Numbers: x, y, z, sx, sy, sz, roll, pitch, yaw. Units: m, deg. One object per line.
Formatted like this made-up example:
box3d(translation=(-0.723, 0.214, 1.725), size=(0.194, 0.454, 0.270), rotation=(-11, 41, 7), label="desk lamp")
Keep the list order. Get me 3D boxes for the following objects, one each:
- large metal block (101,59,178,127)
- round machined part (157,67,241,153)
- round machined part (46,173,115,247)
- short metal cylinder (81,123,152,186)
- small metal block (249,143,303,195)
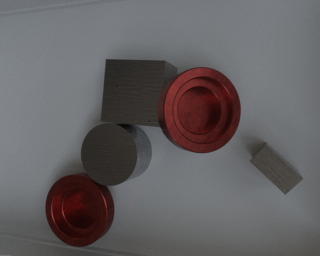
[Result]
box3d(translation=(-0.026, -0.044, 0.406), size=(0.080, 0.050, 0.079), rotation=(6, 92, 19), label="large metal block")
box3d(translation=(0.043, -0.021, 0.369), size=(0.099, 0.042, 0.097), rotation=(-1, 92, -20), label="round machined part")
box3d(translation=(-0.108, 0.112, 0.438), size=(0.098, 0.042, 0.097), rotation=(0, 90, 19), label="round machined part")
box3d(translation=(-0.057, 0.034, 0.416), size=(0.080, 0.050, 0.079), rotation=(0, 90, 19), label="short metal cylinder")
box3d(translation=(0.131, 0.044, 0.351), size=(0.050, 0.050, 0.025), rotation=(45, 104, 14), label="small metal block")
